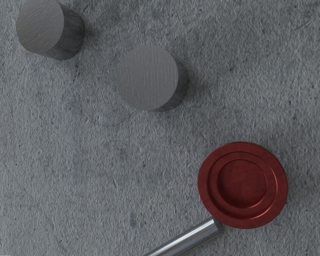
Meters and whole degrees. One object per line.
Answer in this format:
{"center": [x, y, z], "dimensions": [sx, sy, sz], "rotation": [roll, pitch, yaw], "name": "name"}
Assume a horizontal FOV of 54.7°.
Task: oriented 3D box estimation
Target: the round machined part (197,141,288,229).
{"center": [0.097, 0.064, 0.365], "dimensions": [0.098, 0.042, 0.097], "rotation": [0, 90, 19], "name": "round machined part"}

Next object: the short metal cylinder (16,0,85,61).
{"center": [-0.157, -0.143, 0.450], "dimensions": [0.080, 0.050, 0.079], "rotation": [0, 90, 19], "name": "short metal cylinder"}

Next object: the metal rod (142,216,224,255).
{"center": [-0.045, 0.202, 0.423], "dimensions": [0.300, 0.025, 0.025], "rotation": [-35, 79, 16], "name": "metal rod"}

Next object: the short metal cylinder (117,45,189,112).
{"center": [-0.008, -0.061, 0.398], "dimensions": [0.080, 0.050, 0.079], "rotation": [0, 90, 19], "name": "short metal cylinder"}
